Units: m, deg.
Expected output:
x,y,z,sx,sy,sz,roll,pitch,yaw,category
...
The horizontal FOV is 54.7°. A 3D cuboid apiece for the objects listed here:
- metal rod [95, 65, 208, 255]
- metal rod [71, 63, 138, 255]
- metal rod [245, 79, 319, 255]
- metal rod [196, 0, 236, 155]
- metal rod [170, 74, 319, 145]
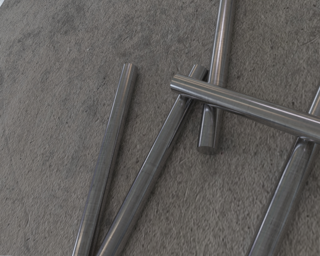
x,y,z,sx,sy,sz,roll,pitch,yaw,category
-0.010,0.049,0.379,0.025,0.025,0.300,15,69,34,metal rod
-0.070,0.038,0.417,0.025,0.025,0.300,-4,60,26,metal rod
0.136,0.040,0.307,0.025,0.025,0.300,18,71,35,metal rod
0.083,-0.105,0.424,0.025,0.025,0.300,-2,60,27,metal rod
0.131,-0.006,0.304,0.300,0.025,0.025,25,75,36,metal rod
